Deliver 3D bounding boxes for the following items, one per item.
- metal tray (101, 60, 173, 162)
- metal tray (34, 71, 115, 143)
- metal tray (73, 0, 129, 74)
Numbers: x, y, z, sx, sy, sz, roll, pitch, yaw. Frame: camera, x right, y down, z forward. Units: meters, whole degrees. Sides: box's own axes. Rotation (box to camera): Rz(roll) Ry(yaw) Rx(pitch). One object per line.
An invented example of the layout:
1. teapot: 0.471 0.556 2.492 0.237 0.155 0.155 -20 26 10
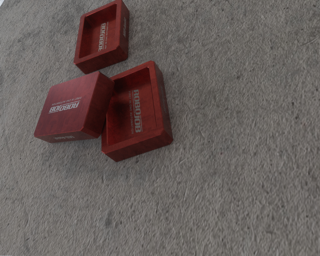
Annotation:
1. metal tray: -0.036 -0.026 0.435 0.090 0.030 0.130 -19 54 16
2. metal tray: -0.130 -0.027 0.461 0.130 0.030 0.090 -6 63 40
3. metal tray: -0.103 -0.165 0.555 0.090 0.030 0.130 -15 55 19
